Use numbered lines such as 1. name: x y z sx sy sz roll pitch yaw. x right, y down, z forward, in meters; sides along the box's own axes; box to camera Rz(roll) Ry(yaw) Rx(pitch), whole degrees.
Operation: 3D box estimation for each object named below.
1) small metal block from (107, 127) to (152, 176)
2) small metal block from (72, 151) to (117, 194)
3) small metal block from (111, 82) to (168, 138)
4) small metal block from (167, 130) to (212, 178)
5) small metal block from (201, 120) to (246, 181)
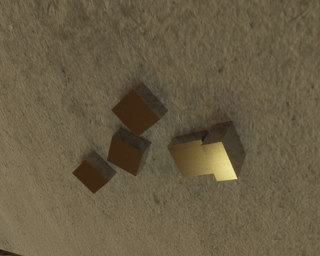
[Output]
1. small metal block: -0.045 0.035 0.451 0.050 0.025 0.050 27 128 11
2. small metal block: -0.108 0.073 0.507 0.050 0.025 0.050 46 129 -4
3. small metal block: -0.027 -0.023 0.405 0.050 0.025 0.050 48 128 -6
4. small metal block: 0.045 0.034 0.403 0.050 0.025 0.050 -14 111 33
5. small metal block: 0.077 0.026 0.366 0.025 0.050 0.050 -14 111 33
